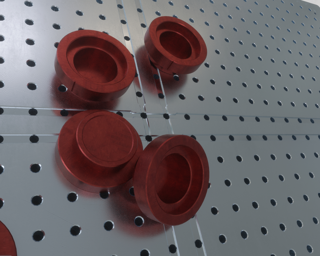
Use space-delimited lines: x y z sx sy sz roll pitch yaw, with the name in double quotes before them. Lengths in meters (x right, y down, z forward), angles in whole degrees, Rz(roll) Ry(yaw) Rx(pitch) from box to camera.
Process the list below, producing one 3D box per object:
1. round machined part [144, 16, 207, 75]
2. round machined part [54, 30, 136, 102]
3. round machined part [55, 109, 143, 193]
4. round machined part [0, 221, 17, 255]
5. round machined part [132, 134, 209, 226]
"round machined part" 0.020 -0.122 0.482 0.099 0.042 0.098 13 56 -21
"round machined part" -0.084 -0.074 0.397 0.099 0.042 0.098 13 56 -21
"round machined part" -0.064 0.020 0.350 0.099 0.042 0.098 13 56 -21
"round machined part" -0.165 0.110 0.241 0.099 0.042 0.098 13 56 -21
"round machined part" 0.008 0.055 0.349 0.099 0.042 0.097 -2 93 -43
